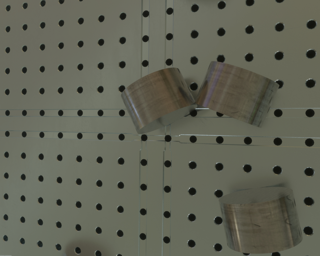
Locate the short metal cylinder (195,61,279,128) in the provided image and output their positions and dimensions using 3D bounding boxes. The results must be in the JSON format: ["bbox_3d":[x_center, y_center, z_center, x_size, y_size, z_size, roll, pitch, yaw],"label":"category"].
[{"bbox_3d":[0.086,-0.038,0.353,0.080,0.080,0.050,23,98,18],"label":"short metal cylinder"}]

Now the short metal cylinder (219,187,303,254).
[{"bbox_3d":[0.110,0.099,0.344,0.080,0.080,0.050,-12,86,19],"label":"short metal cylinder"}]

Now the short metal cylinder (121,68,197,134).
[{"bbox_3d":[-0.001,-0.032,0.383,0.080,0.080,0.050,-27,81,17],"label":"short metal cylinder"}]
